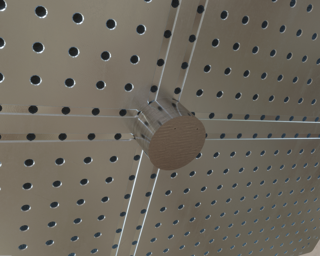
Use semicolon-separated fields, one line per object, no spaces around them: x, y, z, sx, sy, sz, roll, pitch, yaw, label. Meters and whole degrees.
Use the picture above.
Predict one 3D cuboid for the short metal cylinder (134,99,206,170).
0.012;0.008;0.406;0.081;0.050;0.080;-14;124;-21;short metal cylinder
